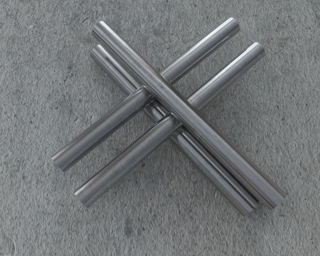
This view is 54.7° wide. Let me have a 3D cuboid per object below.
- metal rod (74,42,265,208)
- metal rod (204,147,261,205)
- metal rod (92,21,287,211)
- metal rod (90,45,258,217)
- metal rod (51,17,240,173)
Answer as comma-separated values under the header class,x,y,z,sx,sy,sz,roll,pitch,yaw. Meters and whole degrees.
class,x,y,z,sx,sy,sz,roll,pitch,yaw
metal rod,0.022,-0.013,0.388,0.301,0.025,0.025,-40,75,-14
metal rod,0.030,-0.019,0.417,0.025,0.025,0.300,-40,75,-13
metal rod,0.023,-0.025,0.365,0.025,0.025,0.300,-41,75,-14
metal rod,0.009,-0.006,0.411,0.025,0.025,0.300,-40,75,-13
metal rod,-0.009,-0.051,0.401,0.301,0.025,0.025,-40,75,-14
